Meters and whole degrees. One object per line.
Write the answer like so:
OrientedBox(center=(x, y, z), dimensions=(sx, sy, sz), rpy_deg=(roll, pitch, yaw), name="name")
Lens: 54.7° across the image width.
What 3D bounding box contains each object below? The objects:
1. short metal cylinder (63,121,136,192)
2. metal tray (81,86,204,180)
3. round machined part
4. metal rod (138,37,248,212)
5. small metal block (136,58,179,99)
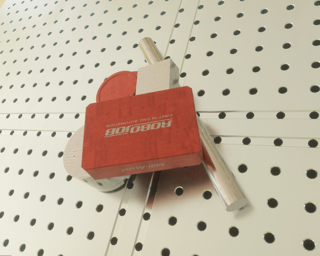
OrientedBox(center=(-0.077, 0.037, 0.405), dimensions=(0.080, 0.050, 0.080), rpy_deg=(-13, 56, 21), name="short metal cylinder")
OrientedBox(center=(-0.021, 0.005, 0.359), dimensions=(0.131, 0.030, 0.090), rpy_deg=(-9, 57, 8), name="metal tray")
OrientedBox(center=(-0.052, -0.043, 0.445), dimensions=(0.098, 0.042, 0.098), rpy_deg=(-14, 56, 22), name="round machined part")
OrientedBox(center=(0.028, -0.028, 0.406), dimensions=(0.025, 0.025, 0.300), rpy_deg=(-31, 52, 8), name="metal rod")
OrientedBox(center=(-0.003, -0.059, 0.411), dimensions=(0.050, 0.025, 0.050), rpy_deg=(-12, 59, 27), name="small metal block")
